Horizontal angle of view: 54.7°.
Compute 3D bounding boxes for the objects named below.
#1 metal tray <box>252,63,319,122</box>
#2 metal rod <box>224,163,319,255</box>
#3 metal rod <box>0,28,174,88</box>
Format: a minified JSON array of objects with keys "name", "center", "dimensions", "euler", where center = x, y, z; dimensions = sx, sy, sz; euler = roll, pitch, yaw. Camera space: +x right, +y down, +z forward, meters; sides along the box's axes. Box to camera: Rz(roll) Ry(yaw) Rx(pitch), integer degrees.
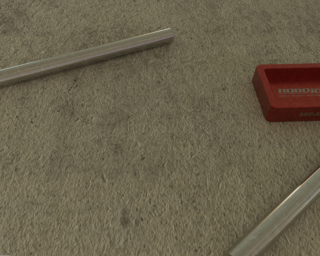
[{"name":"metal tray","center":[0.210,-0.053,0.447],"dimensions":[0.131,0.030,0.090],"euler":[-2,50,-2]},{"name":"metal rod","center":[0.187,0.057,0.357],"dimensions":[0.302,0.025,0.025],"euler":[-32,57,-24]},{"name":"metal rod","center":[-0.119,-0.114,0.497],"dimensions":[0.302,0.025,0.025],"euler":[-19,53,-16]}]
